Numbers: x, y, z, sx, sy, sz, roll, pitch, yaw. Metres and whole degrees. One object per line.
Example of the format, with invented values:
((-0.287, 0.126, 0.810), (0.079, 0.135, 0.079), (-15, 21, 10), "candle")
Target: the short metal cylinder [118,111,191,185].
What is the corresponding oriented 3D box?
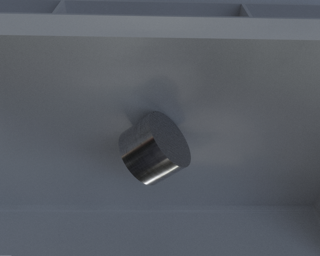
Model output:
((-0.006, 0.025, 0.391), (0.050, 0.080, 0.080), (-34, 123, 25), "short metal cylinder")
